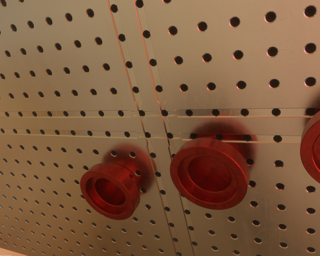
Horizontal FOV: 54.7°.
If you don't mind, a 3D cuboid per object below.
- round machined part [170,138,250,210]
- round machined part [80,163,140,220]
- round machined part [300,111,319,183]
[{"bbox_3d":[0.066,0.054,0.398,0.098,0.042,0.097,13,124,20],"label":"round machined part"},{"bbox_3d":[-0.075,0.097,0.498,0.098,0.042,0.097,13,124,20],"label":"round machined part"},{"bbox_3d":[0.194,0.016,0.308,0.098,0.042,0.097,13,124,20],"label":"round machined part"}]
